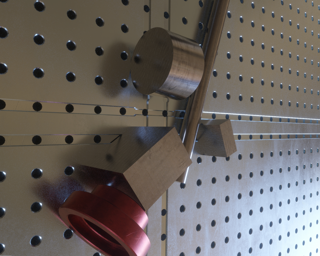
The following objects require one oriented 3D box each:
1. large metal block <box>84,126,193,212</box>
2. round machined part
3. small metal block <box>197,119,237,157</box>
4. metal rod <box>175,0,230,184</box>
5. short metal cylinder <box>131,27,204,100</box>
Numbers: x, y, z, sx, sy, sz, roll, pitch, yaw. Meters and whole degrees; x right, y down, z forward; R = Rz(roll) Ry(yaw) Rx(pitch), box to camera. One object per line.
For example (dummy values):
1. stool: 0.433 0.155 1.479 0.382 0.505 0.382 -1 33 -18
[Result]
1. large metal block: -0.025 0.041 0.354 0.080 0.080 0.050 -41 116 -32
2. round machined part: -0.051 0.097 0.321 0.098 0.098 0.042 56 50 -26
3. small metal block: 0.083 0.015 0.465 0.025 0.050 0.050 -26 106 -37
4. metal rod: 0.061 -0.066 0.462 0.025 0.025 0.299 25 74 -38
5. short metal cylinder: 0.008 -0.077 0.382 0.050 0.080 0.080 6 86 -40
